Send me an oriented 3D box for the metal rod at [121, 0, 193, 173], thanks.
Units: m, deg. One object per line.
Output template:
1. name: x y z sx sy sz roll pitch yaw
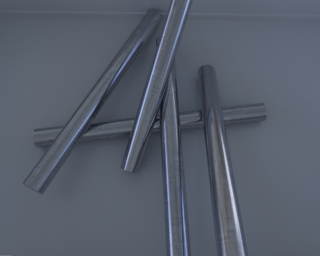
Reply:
1. metal rod: 0.007 -0.090 0.375 0.025 0.025 0.298 18 96 6

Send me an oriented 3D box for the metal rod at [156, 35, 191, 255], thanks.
1. metal rod: 0.013 0.007 0.375 0.025 0.025 0.299 -2 63 -1

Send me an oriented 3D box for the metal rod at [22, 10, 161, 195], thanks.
1. metal rod: -0.075 -0.051 0.407 0.025 0.025 0.300 25 64 9

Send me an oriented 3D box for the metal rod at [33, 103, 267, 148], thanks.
1. metal rod: -0.011 -0.004 0.410 0.302 0.025 0.025 -7 70 -3

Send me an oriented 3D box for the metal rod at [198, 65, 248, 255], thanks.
1. metal rod: 0.063 0.026 0.335 0.025 0.025 0.300 1 45 0
